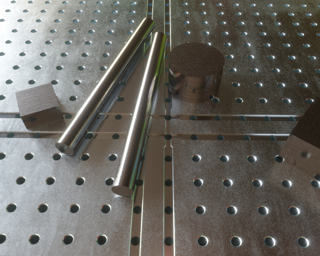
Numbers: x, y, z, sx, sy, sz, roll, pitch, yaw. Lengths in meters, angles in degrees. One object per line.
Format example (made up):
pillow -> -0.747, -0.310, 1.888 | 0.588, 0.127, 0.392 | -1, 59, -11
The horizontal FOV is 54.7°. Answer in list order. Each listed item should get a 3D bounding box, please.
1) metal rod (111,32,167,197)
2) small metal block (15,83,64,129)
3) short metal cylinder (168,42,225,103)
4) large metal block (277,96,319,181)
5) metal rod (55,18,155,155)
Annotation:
metal rod -> -0.021, -0.043, 0.443 | 0.025, 0.025, 0.300 | 7, 50, 5
small metal block -> -0.169, -0.032, 0.432 | 0.050, 0.025, 0.050 | -19, 53, -16
short metal cylinder -> 0.052, -0.083, 0.462 | 0.081, 0.050, 0.080 | 0, 50, 0
large metal block -> 0.206, 0.018, 0.379 | 0.080, 0.050, 0.080 | 32, 57, 24
metal rod -> -0.070, -0.082, 0.475 | 0.025, 0.025, 0.301 | 15, 51, 12
